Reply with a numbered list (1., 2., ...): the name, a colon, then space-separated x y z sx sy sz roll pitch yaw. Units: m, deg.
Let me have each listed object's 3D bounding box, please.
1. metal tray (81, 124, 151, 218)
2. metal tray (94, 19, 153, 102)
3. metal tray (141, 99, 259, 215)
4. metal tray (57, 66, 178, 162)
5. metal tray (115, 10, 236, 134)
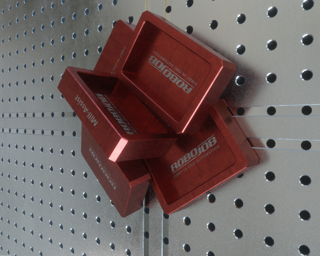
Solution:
1. metal tray: -0.068 0.049 0.435 0.130 0.030 0.089 50 145 28
2. metal tray: -0.053 -0.076 0.447 0.090 0.030 0.129 46 117 30
3. metal tray: 0.039 0.035 0.371 0.129 0.030 0.090 -41 66 32
4. metal tray: -0.050 -0.019 0.366 0.130 0.091 0.030 48 119 29
5. metal tray: 0.011 -0.065 0.356 0.130 0.030 0.089 44 116 31
